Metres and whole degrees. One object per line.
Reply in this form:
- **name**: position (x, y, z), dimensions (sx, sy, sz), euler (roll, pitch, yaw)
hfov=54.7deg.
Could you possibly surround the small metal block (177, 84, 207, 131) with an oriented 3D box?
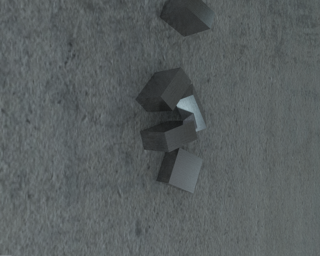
- **small metal block**: position (0.043, -0.027, 0.426), dimensions (0.050, 0.025, 0.050), euler (-79, 146, -65)

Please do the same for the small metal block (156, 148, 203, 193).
- **small metal block**: position (0.028, 0.058, 0.431), dimensions (0.050, 0.025, 0.050), euler (29, 72, -37)

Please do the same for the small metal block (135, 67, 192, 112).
- **small metal block**: position (0.004, -0.048, 0.394), dimensions (0.025, 0.050, 0.050), euler (48, 61, -30)

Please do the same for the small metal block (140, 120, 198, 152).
- **small metal block**: position (0.011, 0.009, 0.399), dimensions (0.050, 0.050, 0.025), euler (-21, 104, -37)

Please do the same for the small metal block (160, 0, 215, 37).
- **small metal block**: position (0.037, -0.154, 0.422), dimensions (0.050, 0.050, 0.025), euler (27, 73, -37)
